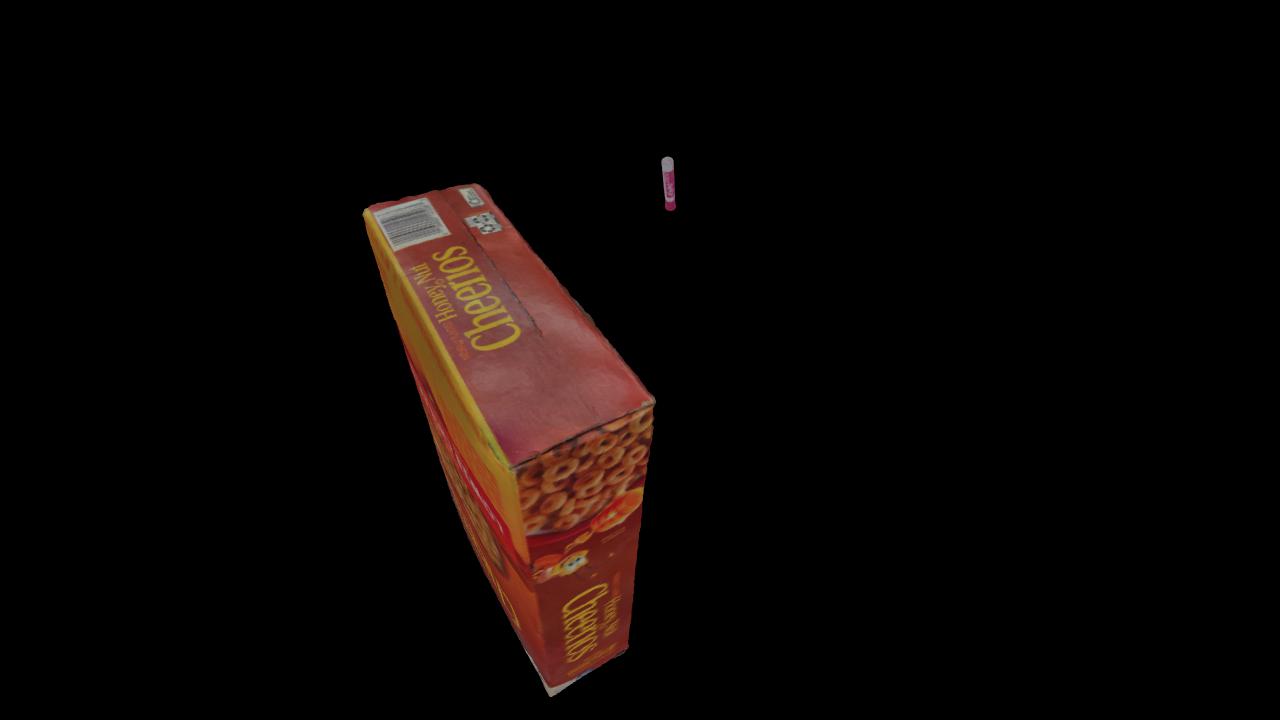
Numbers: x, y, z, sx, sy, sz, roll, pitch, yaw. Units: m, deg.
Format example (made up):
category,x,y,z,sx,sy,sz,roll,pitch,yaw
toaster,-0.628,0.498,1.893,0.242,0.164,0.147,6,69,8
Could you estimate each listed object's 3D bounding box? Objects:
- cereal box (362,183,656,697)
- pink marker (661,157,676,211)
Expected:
category,x,y,z,sx,sy,sz,roll,pitch,yaw
cereal box,-0.082,0.070,0.407,0.081,0.306,0.203,-22,53,-24
pink marker,0.047,-0.280,0.992,0.020,0.020,0.121,0,-22,5
